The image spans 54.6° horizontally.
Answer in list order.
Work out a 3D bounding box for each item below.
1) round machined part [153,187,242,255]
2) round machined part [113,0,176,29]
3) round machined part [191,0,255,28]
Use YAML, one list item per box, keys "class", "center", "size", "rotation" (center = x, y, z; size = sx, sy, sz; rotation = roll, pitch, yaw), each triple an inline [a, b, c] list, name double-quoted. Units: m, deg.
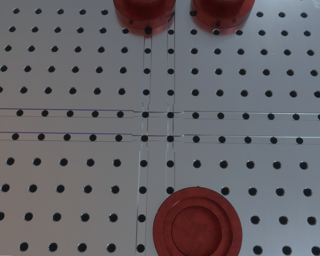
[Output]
- class: "round machined part"
  center: [0.041, 0.120, 0.359]
  size: [0.099, 0.042, 0.098]
  rotation: [0, 70, 0]
- class: "round machined part"
  center: [-0.024, -0.206, 0.478]
  size: [0.099, 0.042, 0.098]
  rotation: [0, 70, 0]
- class: "round machined part"
  center: [0.098, -0.208, 0.479]
  size: [0.099, 0.042, 0.098]
  rotation: [0, 70, 0]
